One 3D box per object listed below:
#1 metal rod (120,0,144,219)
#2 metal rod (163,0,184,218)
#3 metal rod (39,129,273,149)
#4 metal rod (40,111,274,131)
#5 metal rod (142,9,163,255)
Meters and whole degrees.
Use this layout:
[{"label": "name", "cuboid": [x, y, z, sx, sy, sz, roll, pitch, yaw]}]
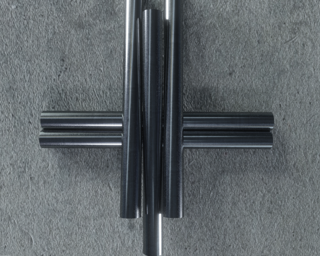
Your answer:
[{"label": "metal rod", "cuboid": [-0.034, -0.042, 0.390, 0.025, 0.025, 0.298, 0, 82, -1]}, {"label": "metal rod", "cuboid": [0.017, -0.042, 0.390, 0.025, 0.025, 0.298, 0, 82, -1]}, {"label": "metal rod", "cuboid": [-0.004, 0.015, 0.412, 0.302, 0.025, 0.025, 0, 90, -1]}, {"label": "metal rod", "cuboid": [-0.003, -0.010, 0.412, 0.302, 0.025, 0.025, 0, 90, -1]}, {"label": "metal rod", "cuboid": [-0.009, 0.005, 0.385, 0.025, 0.025, 0.298, 0, 90, -1]}]
